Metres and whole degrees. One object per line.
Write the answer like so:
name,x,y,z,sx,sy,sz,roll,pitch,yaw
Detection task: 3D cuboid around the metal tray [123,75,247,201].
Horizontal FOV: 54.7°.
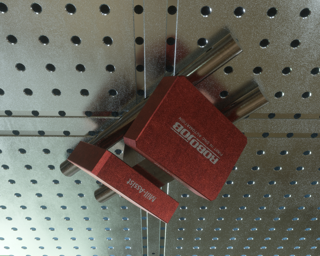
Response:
metal tray,0.035,0.014,0.352,0.130,0.030,0.090,39,76,-29

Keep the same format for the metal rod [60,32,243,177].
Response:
metal rod,-0.028,-0.016,0.398,0.299,0.025,0.025,-35,122,25

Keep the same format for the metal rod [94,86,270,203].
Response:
metal rod,0.015,0.035,0.442,0.299,0.025,0.025,-34,123,25

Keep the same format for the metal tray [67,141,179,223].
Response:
metal tray,-0.047,0.069,0.399,0.130,0.030,0.090,42,162,-30

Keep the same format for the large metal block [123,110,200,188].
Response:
large metal block,0.000,0.023,0.394,0.080,0.080,0.050,-34,122,25
